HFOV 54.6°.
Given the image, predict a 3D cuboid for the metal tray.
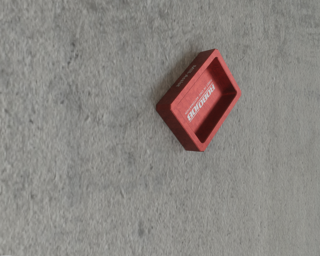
[{"bbox_3d":[0.061,-0.041,0.451,0.130,0.030,0.090,-52,120,-27],"label":"metal tray"}]
